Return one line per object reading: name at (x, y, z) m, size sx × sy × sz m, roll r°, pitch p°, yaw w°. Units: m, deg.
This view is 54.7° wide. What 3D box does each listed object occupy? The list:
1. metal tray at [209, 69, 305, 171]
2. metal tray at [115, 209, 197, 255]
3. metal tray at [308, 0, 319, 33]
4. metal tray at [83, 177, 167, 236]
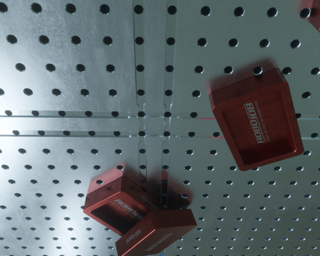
metal tray at (0.129, -0.004, 0.406) m, size 0.090 × 0.030 × 0.130 m, roll -20°, pitch 128°, yaw 16°
metal tray at (-0.009, 0.187, 0.543) m, size 0.091 × 0.030 × 0.129 m, roll 9°, pitch 136°, yaw -37°
metal tray at (0.200, -0.154, 0.281) m, size 0.091 × 0.030 × 0.129 m, roll -3°, pitch 130°, yaw 2°
metal tray at (-0.053, 0.144, 0.530) m, size 0.090 × 0.030 × 0.130 m, roll -30°, pitch 124°, yaw 23°
